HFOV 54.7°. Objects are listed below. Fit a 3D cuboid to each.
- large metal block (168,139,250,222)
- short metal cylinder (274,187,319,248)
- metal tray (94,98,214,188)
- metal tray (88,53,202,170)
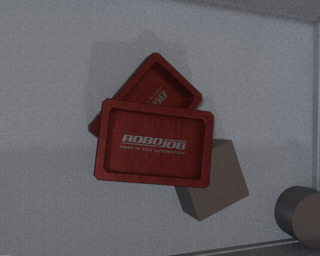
[{"bbox_3d":[0.064,0.067,0.422,0.081,0.050,0.080,-22,98,-19],"label":"large metal block"},{"bbox_3d":[0.226,0.135,0.475,0.081,0.050,0.079,0,90,-9],"label":"short metal cylinder"},{"bbox_3d":[-0.006,0.019,0.361,0.131,0.030,0.090,7,83,-12],"label":"metal tray"},{"bbox_3d":[-0.017,-0.021,0.402,0.090,0.030,0.130,41,77,-16],"label":"metal tray"}]
